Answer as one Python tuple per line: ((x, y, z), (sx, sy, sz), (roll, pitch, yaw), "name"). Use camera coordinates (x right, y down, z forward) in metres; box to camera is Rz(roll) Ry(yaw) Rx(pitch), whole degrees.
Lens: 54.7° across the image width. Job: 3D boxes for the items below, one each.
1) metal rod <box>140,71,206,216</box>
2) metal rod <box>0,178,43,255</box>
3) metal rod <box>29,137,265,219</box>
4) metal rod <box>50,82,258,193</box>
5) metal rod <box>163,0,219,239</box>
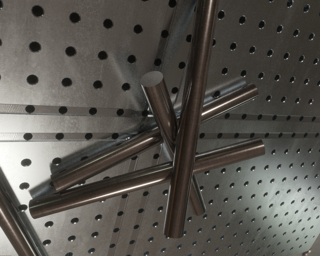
((0.029, 0.045, 0.430), (0.025, 0.025, 0.299), (-31, 137, -9), "metal rod")
((-0.185, 0.109, 0.378), (0.025, 0.025, 0.298), (-20, 126, -17), "metal rod")
((-0.014, 0.063, 0.397), (0.302, 0.025, 0.025), (-15, 126, -3), "metal rod")
((0.003, 0.007, 0.418), (0.302, 0.025, 0.025), (-25, 128, -13), "metal rod")
((0.036, -0.016, 0.363), (0.025, 0.025, 0.298), (4, 98, -31), "metal rod")
